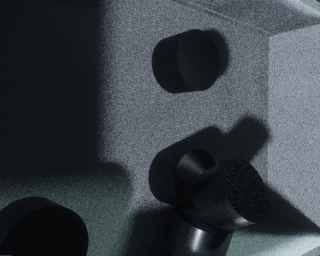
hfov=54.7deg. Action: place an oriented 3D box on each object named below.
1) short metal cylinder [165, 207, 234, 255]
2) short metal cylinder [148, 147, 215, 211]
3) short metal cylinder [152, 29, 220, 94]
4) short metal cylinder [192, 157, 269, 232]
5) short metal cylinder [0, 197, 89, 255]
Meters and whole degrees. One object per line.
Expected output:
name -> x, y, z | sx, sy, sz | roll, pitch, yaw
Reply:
short metal cylinder -> 0.052, 0.142, 0.410 | 0.081, 0.080, 0.050 | 9, 100, -40
short metal cylinder -> 0.032, 0.066, 0.419 | 0.081, 0.050, 0.079 | 0, 90, -40
short metal cylinder -> 0.036, -0.089, 0.422 | 0.081, 0.050, 0.079 | 0, 90, -40
short metal cylinder -> 0.087, 0.082, 0.381 | 0.080, 0.050, 0.080 | 22, 51, -30
short metal cylinder -> -0.116, 0.110, 0.294 | 0.081, 0.050, 0.079 | 0, 90, -40
